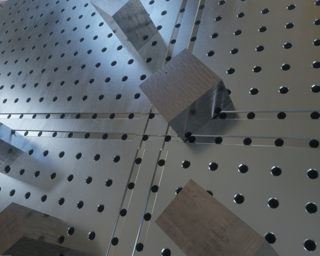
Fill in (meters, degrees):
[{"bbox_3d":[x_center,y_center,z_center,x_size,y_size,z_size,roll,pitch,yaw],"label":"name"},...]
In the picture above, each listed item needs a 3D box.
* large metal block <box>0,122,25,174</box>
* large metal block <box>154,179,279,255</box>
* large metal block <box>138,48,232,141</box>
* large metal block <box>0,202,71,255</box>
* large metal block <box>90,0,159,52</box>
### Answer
[{"bbox_3d":[-0.286,0.019,0.513,0.050,0.080,0.080,-47,51,-4],"label":"large metal block"},{"bbox_3d":[0.054,0.102,0.283,0.050,0.080,0.080,-49,51,-6],"label":"large metal block"},{"bbox_3d":[0.032,-0.044,0.403,0.080,0.050,0.080,-39,51,2],"label":"large metal block"},{"bbox_3d":[-0.172,0.146,0.375,0.080,0.080,0.050,-42,51,0],"label":"large metal block"},{"bbox_3d":[-0.059,-0.187,0.520,0.050,0.080,0.080,-44,51,-2],"label":"large metal block"}]
